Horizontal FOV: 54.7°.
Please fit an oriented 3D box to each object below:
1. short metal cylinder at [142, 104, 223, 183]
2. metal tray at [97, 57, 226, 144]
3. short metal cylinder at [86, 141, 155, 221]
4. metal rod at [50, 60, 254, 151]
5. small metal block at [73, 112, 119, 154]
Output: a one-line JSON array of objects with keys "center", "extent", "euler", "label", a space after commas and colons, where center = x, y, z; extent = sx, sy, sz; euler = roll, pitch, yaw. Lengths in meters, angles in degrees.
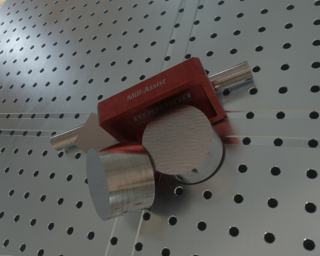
[{"center": [0.027, 0.019, 0.355], "extent": [0.080, 0.050, 0.080], "euler": [-8, 67, 21], "label": "short metal cylinder"}, {"center": [0.004, -0.021, 0.373], "extent": [0.130, 0.090, 0.030], "euler": [-24, 53, 13], "label": "metal tray"}, {"center": [-0.047, 0.058, 0.348], "extent": [0.050, 0.079, 0.080], "euler": [-9, 45, -28], "label": "short metal cylinder"}, {"center": [-0.023, -0.025, 0.431], "extent": [0.301, 0.025, 0.025], "euler": [-19, 54, 16], "label": "metal rod"}, {"center": [-0.081, 0.014, 0.421], "extent": [0.050, 0.025, 0.050], "euler": [33, 96, 19], "label": "small metal block"}]
